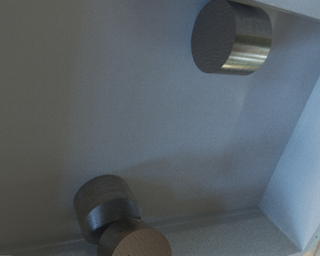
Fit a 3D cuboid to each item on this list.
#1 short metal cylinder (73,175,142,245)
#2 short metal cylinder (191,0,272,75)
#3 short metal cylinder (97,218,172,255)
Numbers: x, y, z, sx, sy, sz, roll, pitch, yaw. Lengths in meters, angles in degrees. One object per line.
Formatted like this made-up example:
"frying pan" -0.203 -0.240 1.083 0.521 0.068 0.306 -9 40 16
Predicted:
"short metal cylinder" -0.072 0.111 0.422 0.081 0.050 0.079 -14 124 -21
"short metal cylinder" 0.079 -0.101 0.353 0.050 0.080 0.079 -2 119 -28
"short metal cylinder" -0.032 0.159 0.388 0.081 0.050 0.080 0 91 -27
